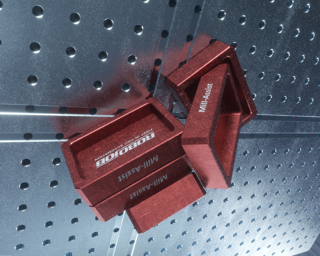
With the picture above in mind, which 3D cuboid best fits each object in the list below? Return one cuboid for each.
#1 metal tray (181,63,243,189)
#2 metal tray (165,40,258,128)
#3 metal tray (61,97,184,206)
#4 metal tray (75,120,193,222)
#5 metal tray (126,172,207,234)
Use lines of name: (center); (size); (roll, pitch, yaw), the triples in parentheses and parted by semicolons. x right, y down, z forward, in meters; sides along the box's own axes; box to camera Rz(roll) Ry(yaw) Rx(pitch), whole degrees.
metal tray: (0.069, -0.004, 0.375); (0.090, 0.030, 0.130); (61, 37, -39)
metal tray: (0.075, -0.041, 0.424); (0.090, 0.030, 0.130); (-38, 130, -3)
metal tray: (-0.041, 0.021, 0.360); (0.131, 0.090, 0.030); (-29, 129, -11)
metal tray: (-0.031, 0.044, 0.378); (0.131, 0.090, 0.030); (-29, 129, -11)
metal tray: (0.000, 0.092, 0.410); (0.090, 0.130, 0.030); (-28, 87, -10)
